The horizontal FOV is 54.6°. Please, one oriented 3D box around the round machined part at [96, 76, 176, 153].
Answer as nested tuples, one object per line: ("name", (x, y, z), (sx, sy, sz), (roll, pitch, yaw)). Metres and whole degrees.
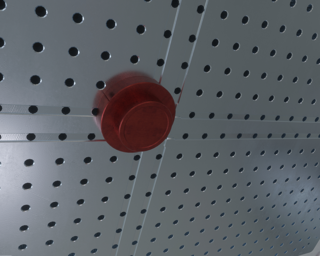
("round machined part", (-0.024, -0.010, 0.380), (0.099, 0.042, 0.097), (-14, 124, -21))
